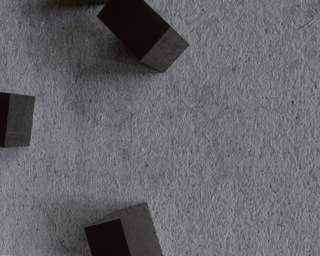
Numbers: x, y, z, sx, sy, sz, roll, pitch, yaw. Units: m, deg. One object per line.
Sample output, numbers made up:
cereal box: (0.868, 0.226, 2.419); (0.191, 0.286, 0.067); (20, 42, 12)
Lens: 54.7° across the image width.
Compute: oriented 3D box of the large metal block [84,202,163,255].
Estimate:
large metal block: (-0.042, 0.149, 0.395); (0.050, 0.080, 0.080); (-20, 84, 19)

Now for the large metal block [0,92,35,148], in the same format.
large metal block: (-0.249, -0.016, 0.484); (0.080, 0.050, 0.079); (8, 93, 19)

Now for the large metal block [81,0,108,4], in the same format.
large metal block: (-0.096, -0.222, 0.414); (0.050, 0.080, 0.079); (5, 92, 20)

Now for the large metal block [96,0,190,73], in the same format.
large metal block: (-0.018, -0.121, 0.386); (0.050, 0.080, 0.080); (-46, 76, 14)
